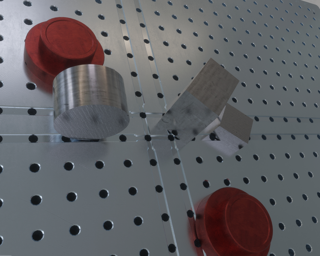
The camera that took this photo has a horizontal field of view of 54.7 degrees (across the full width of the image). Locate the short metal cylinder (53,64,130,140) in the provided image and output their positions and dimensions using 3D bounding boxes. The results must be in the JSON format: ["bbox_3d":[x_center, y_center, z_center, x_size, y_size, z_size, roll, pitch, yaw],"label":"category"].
[{"bbox_3d":[-0.077,-0.026,0.347,0.081,0.080,0.050,3,61,-27],"label":"short metal cylinder"}]

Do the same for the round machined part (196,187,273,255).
[{"bbox_3d":[0.096,0.119,0.376,0.099,0.042,0.098,14,56,-21],"label":"round machined part"}]

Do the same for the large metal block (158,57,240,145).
[{"bbox_3d":[0.052,-0.036,0.423,0.050,0.080,0.080,39,51,-2],"label":"large metal block"}]

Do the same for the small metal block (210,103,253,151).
[{"bbox_3d":[0.109,-0.002,0.468,0.050,0.025,0.050,32,52,-8],"label":"small metal block"}]

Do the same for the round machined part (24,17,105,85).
[{"bbox_3d":[-0.119,-0.102,0.395,0.099,0.042,0.098,14,56,-21],"label":"round machined part"}]
